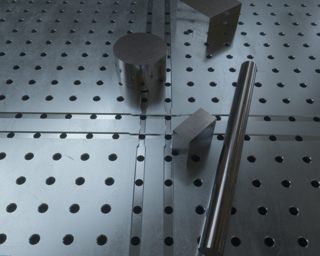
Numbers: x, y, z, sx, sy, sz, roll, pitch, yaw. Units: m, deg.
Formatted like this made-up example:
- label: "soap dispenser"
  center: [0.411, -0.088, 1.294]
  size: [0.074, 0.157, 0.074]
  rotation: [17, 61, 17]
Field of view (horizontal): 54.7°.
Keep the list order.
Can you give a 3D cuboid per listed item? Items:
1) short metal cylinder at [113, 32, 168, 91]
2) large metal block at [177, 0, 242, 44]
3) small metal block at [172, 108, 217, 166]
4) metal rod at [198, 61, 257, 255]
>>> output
- label: "short metal cylinder"
  center: [-0.029, -0.103, 0.478]
  size: [0.081, 0.050, 0.080]
  rotation: [0, 50, 0]
- label: "large metal block"
  center: [0.088, -0.209, 0.568]
  size: [0.081, 0.050, 0.080]
  rotation: [-32, 57, -24]
- label: "small metal block"
  center: [0.041, 0.011, 0.383]
  size: [0.025, 0.050, 0.050]
  rotation: [37, 59, 26]
- label: "metal rod"
  center: [0.095, 0.013, 0.397]
  size: [0.025, 0.025, 0.300]
  rotation: [14, 51, 11]
